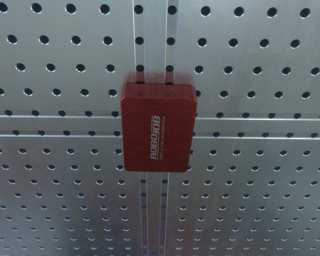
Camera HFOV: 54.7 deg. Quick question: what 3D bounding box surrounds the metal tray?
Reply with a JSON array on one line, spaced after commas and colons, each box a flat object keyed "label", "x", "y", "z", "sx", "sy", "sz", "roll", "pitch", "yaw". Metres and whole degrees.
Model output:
[{"label": "metal tray", "x": -0.003, "y": 0.005, "z": 0.411, "sx": 0.091, "sy": 0.030, "sz": 0.129, "roll": 1, "pitch": 130, "yaw": -2}]
